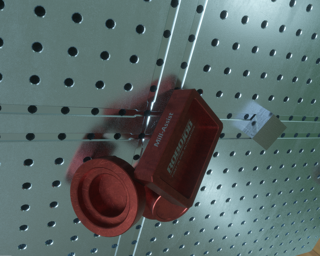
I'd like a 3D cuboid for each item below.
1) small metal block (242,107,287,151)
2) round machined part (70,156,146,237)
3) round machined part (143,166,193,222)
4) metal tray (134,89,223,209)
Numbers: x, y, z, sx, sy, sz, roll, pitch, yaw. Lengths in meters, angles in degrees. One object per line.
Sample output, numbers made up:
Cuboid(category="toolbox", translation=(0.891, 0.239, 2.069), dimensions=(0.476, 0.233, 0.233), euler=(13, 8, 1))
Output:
Cuboid(category="small metal block", translation=(0.171, 0.002, 0.506), dimensions=(0.050, 0.025, 0.050), euler=(32, 100, -38))
Cuboid(category="round machined part", translation=(-0.062, 0.083, 0.394), dimensions=(0.097, 0.098, 0.042), euler=(-62, 162, 16))
Cuboid(category="round machined part", translation=(0.012, 0.103, 0.470), dimensions=(0.099, 0.042, 0.097), euler=(-14, 124, -21))
Cuboid(category="metal tray", translation=(0.030, 0.025, 0.399), dimensions=(0.090, 0.030, 0.130), euler=(44, 62, -39))
